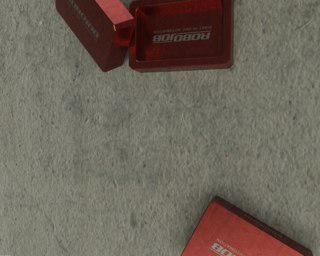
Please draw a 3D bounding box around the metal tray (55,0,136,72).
[{"bbox_3d":[-0.090,-0.150,0.408,0.130,0.030,0.090,53,150,12],"label":"metal tray"}]

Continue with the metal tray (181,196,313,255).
[{"bbox_3d":[0.101,0.155,0.370,0.130,0.030,0.090,29,99,17],"label":"metal tray"}]

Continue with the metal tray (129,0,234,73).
[{"bbox_3d":[0.026,-0.120,0.396,0.130,0.030,0.089,1,90,19],"label":"metal tray"}]
